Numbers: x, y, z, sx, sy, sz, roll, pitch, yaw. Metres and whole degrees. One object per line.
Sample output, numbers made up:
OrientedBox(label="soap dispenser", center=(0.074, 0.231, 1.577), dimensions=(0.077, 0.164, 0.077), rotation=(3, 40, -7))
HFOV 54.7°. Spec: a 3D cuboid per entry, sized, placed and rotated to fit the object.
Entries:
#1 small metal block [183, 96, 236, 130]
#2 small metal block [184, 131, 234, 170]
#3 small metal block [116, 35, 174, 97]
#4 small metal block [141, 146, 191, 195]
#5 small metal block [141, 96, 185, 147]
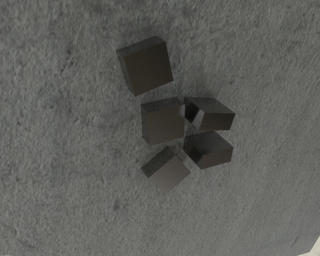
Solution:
OrientedBox(label="small metal block", center=(0.063, -0.020, 0.415), dimensions=(0.050, 0.050, 0.025), rotation=(0, 119, -29))
OrientedBox(label="small metal block", center=(0.069, 0.030, 0.449), dimensions=(0.050, 0.050, 0.025), rotation=(-12, 124, -22))
OrientedBox(label="small metal block", center=(-0.016, -0.071, 0.355), dimensions=(0.050, 0.025, 0.050), rotation=(-25, 128, -14))
OrientedBox(label="small metal block", center=(0.010, 0.062, 0.452), dimensions=(0.050, 0.025, 0.050), rotation=(-41, 130, -1))
OrientedBox(label="small metal block", center=(0.004, -0.009, 0.405), dimensions=(0.050, 0.025, 0.050), rotation=(-15, 125, -21))
